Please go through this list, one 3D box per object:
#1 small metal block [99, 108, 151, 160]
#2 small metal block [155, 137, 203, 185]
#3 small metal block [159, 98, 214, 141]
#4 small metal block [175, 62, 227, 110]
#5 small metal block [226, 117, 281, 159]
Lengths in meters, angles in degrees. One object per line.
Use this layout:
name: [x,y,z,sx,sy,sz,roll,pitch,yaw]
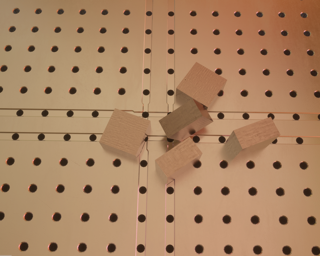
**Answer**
small metal block: [-0.045,0.008,0.409,0.050,0.025,0.050,20,71,7]
small metal block: [0.022,0.042,0.383,0.050,0.050,0.025,-33,74,-11]
small metal block: [0.034,-0.009,0.393,0.050,0.050,0.025,-33,72,17]
small metal block: [0.057,-0.056,0.432,0.050,0.025,0.050,33,73,11]
small metal block: [0.116,0.014,0.394,0.050,0.050,0.025,-19,71,-7]
